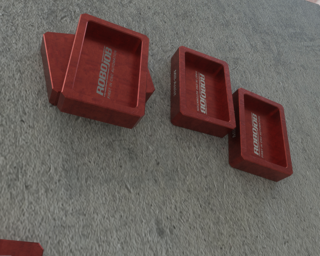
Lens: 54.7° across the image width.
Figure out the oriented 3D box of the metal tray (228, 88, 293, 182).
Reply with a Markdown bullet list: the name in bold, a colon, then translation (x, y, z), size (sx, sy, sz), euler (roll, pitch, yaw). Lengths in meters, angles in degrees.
- **metal tray**: translation (0.151, 0.008, 0.476), size (0.091, 0.030, 0.130), euler (19, 54, -17)

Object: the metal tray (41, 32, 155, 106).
- **metal tray**: translation (-0.080, -0.076, 0.403), size (0.131, 0.030, 0.090), euler (-3, 63, -30)

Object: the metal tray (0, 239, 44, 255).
- **metal tray**: translation (-0.166, 0.129, 0.232), size (0.131, 0.030, 0.090), euler (14, 56, -20)

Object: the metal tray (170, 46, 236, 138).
- **metal tray**: translation (0.063, -0.056, 0.468), size (0.091, 0.030, 0.130), euler (15, 56, -20)

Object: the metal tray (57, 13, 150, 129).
- **metal tray**: translation (-0.062, -0.070, 0.369), size (0.091, 0.030, 0.130), euler (15, 56, -20)
